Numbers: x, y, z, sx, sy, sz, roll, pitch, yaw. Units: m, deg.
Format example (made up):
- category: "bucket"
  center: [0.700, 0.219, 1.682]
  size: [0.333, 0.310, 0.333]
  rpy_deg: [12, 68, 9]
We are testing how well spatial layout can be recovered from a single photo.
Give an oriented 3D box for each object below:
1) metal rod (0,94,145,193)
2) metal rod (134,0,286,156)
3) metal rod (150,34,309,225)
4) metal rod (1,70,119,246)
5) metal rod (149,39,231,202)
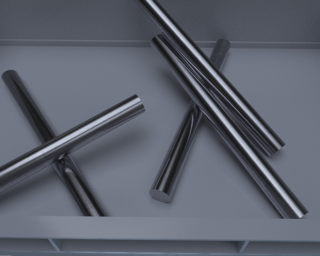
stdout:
- category: "metal rod"
  center: [-0.151, 0.043, 0.340]
  size: [0.302, 0.025, 0.025]
  rpy_deg: [-30, 56, -13]
- category: "metal rod"
  center: [0.056, -0.087, 0.420]
  size: [0.025, 0.025, 0.300]
  rpy_deg: [-32, 75, -24]
- category: "metal rod"
  center: [0.072, -0.017, 0.392]
  size: [0.025, 0.025, 0.299]
  rpy_deg: [-24, 62, -19]
- category: "metal rod"
  center: [-0.139, 0.016, 0.390]
  size: [0.025, 0.025, 0.300]
  rpy_deg: [-29, 56, -22]
- category: "metal rod"
  center: [0.053, -0.033, 0.432]
  size: [0.025, 0.025, 0.301]
  rpy_deg: [16, 52, 13]
